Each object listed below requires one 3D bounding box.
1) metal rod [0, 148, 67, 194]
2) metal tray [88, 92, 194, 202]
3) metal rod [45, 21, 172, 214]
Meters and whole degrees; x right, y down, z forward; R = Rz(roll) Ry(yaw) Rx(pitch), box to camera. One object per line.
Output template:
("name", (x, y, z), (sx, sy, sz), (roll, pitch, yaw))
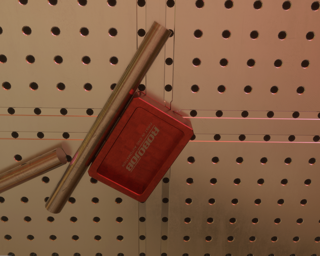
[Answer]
("metal rod", (-0.271, 0.099, 0.446), (0.301, 0.025, 0.025), (-24, 109, 8))
("metal tray", (-0.027, 0.028, 0.420), (0.090, 0.030, 0.129), (30, 107, -11))
("metal rod", (-0.076, -0.002, 0.411), (0.025, 0.025, 0.299), (31, 107, -11))
